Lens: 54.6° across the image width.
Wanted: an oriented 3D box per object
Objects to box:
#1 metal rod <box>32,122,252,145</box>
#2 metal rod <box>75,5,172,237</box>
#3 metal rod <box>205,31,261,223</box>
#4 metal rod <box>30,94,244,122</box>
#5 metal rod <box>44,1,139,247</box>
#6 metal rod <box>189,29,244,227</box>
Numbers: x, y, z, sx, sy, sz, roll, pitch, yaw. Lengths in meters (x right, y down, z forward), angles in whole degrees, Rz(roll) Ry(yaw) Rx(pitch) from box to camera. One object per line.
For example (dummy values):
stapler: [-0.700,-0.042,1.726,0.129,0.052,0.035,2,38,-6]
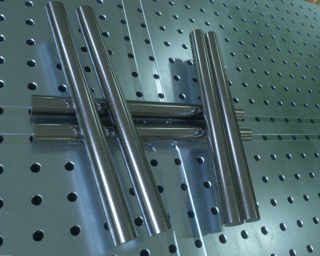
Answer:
metal rod: [-0.002,0.007,0.403,0.302,0.025,0.025,1,62,-28]
metal rod: [-0.050,-0.025,0.364,0.025,0.025,0.299,-8,66,-32]
metal rod: [0.094,-0.021,0.440,0.025,0.025,0.299,9,58,-24]
metal rod: [-0.010,-0.023,0.417,0.302,0.025,0.025,1,62,-28]
metal rod: [-0.083,-0.022,0.345,0.025,0.025,0.299,-8,66,-32]
metal rod: [0.071,-0.020,0.427,0.025,0.025,0.299,9,58,-24]
